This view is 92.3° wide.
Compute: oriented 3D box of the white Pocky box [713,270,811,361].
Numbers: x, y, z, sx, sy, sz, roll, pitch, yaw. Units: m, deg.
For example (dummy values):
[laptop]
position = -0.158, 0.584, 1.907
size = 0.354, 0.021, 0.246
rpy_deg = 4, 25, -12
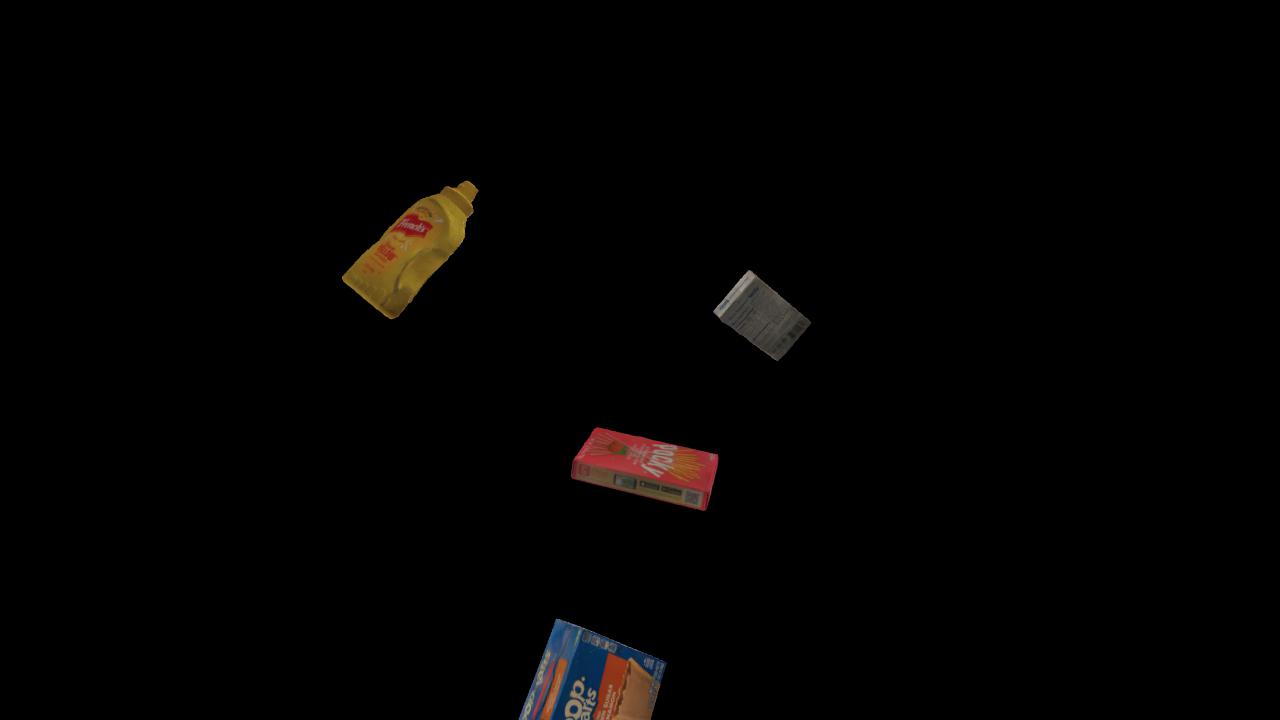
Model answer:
[white Pocky box]
position = 0.190, -0.065, 0.943
size = 0.154, 0.084, 0.028
rpy_deg = 31, 15, -36

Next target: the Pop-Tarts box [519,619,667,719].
[Pop-Tarts box]
position = -0.064, 0.440, 0.778
size = 0.141, 0.167, 0.083
rpy_deg = 33, -29, -23

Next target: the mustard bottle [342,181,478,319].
[mustard bottle]
position = -0.255, -0.138, 0.715
size = 0.092, 0.184, 0.054
rpy_deg = 31, -14, 37

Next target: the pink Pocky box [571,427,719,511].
[pink Pocky box]
position = 0.008, 0.121, 0.699
size = 0.155, 0.029, 0.084
rpy_deg = 12, 23, 11
